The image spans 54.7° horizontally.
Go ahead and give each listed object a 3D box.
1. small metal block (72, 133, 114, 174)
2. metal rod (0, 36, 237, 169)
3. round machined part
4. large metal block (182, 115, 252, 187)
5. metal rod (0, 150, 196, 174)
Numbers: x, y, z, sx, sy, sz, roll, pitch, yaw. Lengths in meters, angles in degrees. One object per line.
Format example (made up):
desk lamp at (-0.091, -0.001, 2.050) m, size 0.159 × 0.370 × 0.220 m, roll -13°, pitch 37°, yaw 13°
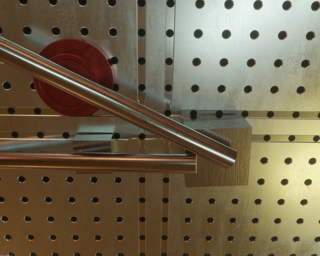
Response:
small metal block at (-0.090, 0.035, 0.426) m, size 0.050 × 0.025 × 0.050 m, roll 0°, pitch 110°, yaw -1°
metal rod at (-0.050, -0.027, 0.351) m, size 0.301 × 0.025 × 0.025 m, roll 26°, pitch 108°, yaw -7°
round machined part at (-0.107, -0.059, 0.381) m, size 0.099 × 0.042 × 0.097 m, roll 0°, pitch 110°, yaw -1°
large metal block at (0.072, 0.029, 0.409) m, size 0.081 × 0.050 × 0.079 m, roll -2°, pitch 110°, yaw 0°
metal rod at (-0.105, 0.043, 0.398) m, size 0.301 × 0.025 × 0.025 m, roll 0°, pitch 111°, yaw 10°
